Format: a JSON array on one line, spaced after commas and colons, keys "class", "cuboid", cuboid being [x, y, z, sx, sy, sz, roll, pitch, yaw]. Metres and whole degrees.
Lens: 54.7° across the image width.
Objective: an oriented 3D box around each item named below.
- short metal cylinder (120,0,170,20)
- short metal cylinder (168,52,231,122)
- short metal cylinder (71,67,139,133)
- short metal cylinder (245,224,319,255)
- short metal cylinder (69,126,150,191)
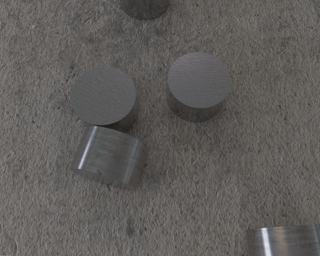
[{"class": "short metal cylinder", "cuboid": [-0.024, -0.213, 0.472, 0.081, 0.050, 0.080, 0, 70, 0]}, {"class": "short metal cylinder", "cuboid": [0.050, -0.053, 0.414, 0.081, 0.050, 0.080, 0, 70, 0]}, {"class": "short metal cylinder", "cuboid": [-0.070, -0.033, 0.406, 0.081, 0.050, 0.080, 0, 70, 0]}, {"class": "short metal cylinder", "cuboid": [0.136, 0.132, 0.331, 0.081, 0.080, 0.050, -4, 70, -1]}, {"class": "short metal cylinder", "cuboid": [-0.058, 0.037, 0.365, 0.080, 0.080, 0.050, 15, 71, 5]}]
